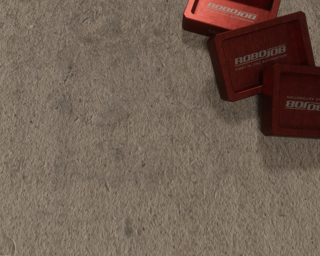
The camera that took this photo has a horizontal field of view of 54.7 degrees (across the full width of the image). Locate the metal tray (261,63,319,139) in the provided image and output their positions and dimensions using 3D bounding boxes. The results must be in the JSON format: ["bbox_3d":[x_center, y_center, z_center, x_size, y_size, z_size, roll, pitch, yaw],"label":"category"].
[{"bbox_3d":[0.201,-0.031,0.399,0.131,0.030,0.089,4,86,-6],"label":"metal tray"}]

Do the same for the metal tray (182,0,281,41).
[{"bbox_3d":[0.108,-0.177,0.471,0.131,0.030,0.090,17,71,6],"label":"metal tray"}]

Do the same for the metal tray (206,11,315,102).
[{"bbox_3d":[0.138,-0.096,0.421,0.131,0.030,0.089,-17,100,-7],"label":"metal tray"}]
